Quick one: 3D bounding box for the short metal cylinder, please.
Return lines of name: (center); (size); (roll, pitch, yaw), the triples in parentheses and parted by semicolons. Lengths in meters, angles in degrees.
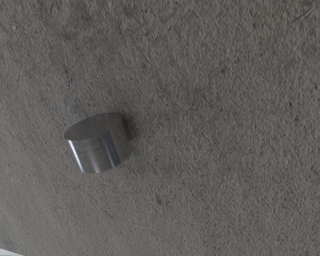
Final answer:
short metal cylinder: (-0.084, 0.019, 0.428); (0.080, 0.080, 0.050); (-2, 118, 29)
